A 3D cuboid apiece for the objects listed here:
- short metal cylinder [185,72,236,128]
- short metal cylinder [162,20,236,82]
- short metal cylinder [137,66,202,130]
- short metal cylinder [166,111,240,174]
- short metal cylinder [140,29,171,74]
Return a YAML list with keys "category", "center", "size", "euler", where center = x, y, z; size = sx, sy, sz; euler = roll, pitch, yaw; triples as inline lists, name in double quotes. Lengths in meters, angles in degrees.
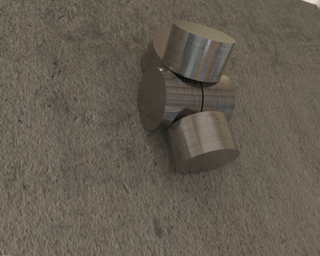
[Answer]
- category: "short metal cylinder"
  center: [0.057, -0.037, 0.425]
  size: [0.050, 0.080, 0.080]
  euler: [0, 62, -28]
- category: "short metal cylinder"
  center: [0.048, -0.098, 0.392]
  size: [0.081, 0.050, 0.080]
  euler: [14, 29, -7]
- category: "short metal cylinder"
  center: [0.010, -0.037, 0.400]
  size: [0.050, 0.080, 0.080]
  euler: [1, 62, -28]
- category: "short metal cylinder"
  center: [0.053, 0.020, 0.388]
  size: [0.081, 0.080, 0.050]
  euler: [0, 62, -29]
- category: "short metal cylinder"
  center: [0.016, -0.100, 0.462]
  size: [0.081, 0.050, 0.080]
  euler: [14, 56, -21]
